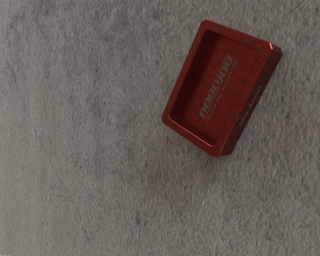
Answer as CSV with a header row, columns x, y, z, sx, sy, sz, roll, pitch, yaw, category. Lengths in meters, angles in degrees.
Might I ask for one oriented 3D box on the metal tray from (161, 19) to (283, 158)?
x,y,z,sx,sy,sz,roll,pitch,yaw,category
0.063,-0.044,0.347,0.090,0.030,0.129,35,111,34,metal tray
